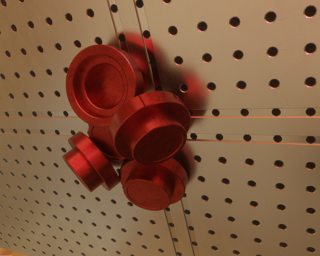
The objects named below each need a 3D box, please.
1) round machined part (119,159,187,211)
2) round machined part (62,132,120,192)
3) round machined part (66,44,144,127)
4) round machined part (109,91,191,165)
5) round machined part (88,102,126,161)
[{"bbox_3d":[-0.013,0.080,0.439,0.098,0.042,0.097,10,133,11],"label":"round machined part"},{"bbox_3d":[-0.107,0.056,0.458,0.098,0.042,0.098,43,159,22],"label":"round machined part"},{"bbox_3d":[-0.064,-0.052,0.386,0.098,0.042,0.097,3,99,22],"label":"round machined part"},{"bbox_3d":[-0.007,0.007,0.369,0.042,0.099,0.097,61,141,39],"label":"round machined part"},{"bbox_3d":[-0.060,0.007,0.433,0.098,0.042,0.097,13,124,20],"label":"round machined part"}]
